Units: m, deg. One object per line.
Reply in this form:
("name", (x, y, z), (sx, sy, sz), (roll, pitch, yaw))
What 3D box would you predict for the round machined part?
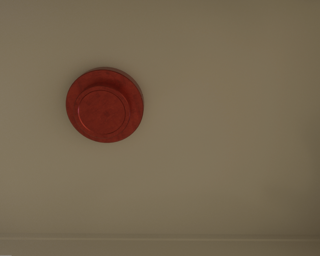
("round machined part", (-0.070, -0.025, 0.392), (0.099, 0.042, 0.097), (0, 110, -1))
